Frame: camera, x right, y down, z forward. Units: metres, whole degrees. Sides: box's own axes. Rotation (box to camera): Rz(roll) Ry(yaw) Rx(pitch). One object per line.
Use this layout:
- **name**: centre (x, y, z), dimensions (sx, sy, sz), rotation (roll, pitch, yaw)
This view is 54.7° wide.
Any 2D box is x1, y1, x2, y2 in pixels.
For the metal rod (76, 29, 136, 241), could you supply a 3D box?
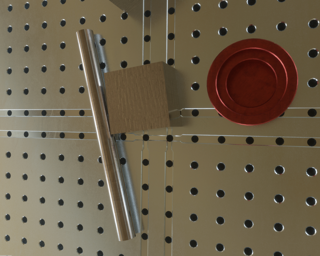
- **metal rod**: centre (-0.078, 0.007, 0.439), dimensions (0.025, 0.025, 0.298), rotation (-14, 85, 19)

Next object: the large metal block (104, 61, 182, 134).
- **large metal block**: centre (-0.021, -0.036, 0.407), dimensions (0.080, 0.050, 0.080), rotation (-8, 88, 19)

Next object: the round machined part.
- **round machined part**: centre (0.108, -0.052, 0.365), dimensions (0.098, 0.042, 0.097), rotation (0, 90, 20)

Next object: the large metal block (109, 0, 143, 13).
- **large metal block**: centre (-0.042, -0.206, 0.398), dimensions (0.080, 0.080, 0.050), rotation (-33, 79, 17)
